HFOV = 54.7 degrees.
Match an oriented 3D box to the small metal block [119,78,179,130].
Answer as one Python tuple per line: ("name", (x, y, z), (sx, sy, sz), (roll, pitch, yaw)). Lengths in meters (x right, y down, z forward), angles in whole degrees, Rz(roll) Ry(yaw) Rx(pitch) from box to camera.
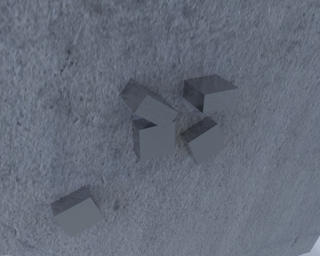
("small metal block", (-0.014, -0.029, 0.367), (0.050, 0.050, 0.025), (27, 104, -38))

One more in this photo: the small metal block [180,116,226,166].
("small metal block", (0.063, 0.019, 0.455), (0.050, 0.025, 0.050), (-33, 129, -8))

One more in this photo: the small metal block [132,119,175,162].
("small metal block", (-0.008, 0.012, 0.412), (0.050, 0.025, 0.050), (-14, 124, -21))

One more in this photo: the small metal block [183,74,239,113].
("small metal block", (0.065, -0.046, 0.400), (0.050, 0.050, 0.025), (-13, 124, -22))

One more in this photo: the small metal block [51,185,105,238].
("small metal block", (-0.110, 0.113, 0.418), (0.050, 0.025, 0.050), (-28, 128, -11))
